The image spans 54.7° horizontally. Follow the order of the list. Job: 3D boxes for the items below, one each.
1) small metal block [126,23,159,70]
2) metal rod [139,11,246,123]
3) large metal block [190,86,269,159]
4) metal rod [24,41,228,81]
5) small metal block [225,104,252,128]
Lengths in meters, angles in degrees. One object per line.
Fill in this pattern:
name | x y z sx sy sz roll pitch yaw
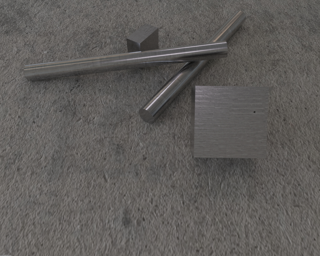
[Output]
small metal block | -0.027 -0.131 0.497 0.025 0.050 0.050 26 55 20
metal rod | 0.065 -0.111 0.497 0.025 0.025 0.301 27 55 21
large metal block | 0.079 -0.008 0.367 0.080 0.050 0.079 1 94 0
metal rod | -0.051 -0.101 0.467 0.302 0.025 0.025 -6 50 2
small metal block | 0.097 -0.020 0.420 0.050 0.025 0.050 8 50 6
